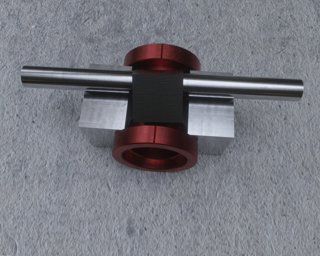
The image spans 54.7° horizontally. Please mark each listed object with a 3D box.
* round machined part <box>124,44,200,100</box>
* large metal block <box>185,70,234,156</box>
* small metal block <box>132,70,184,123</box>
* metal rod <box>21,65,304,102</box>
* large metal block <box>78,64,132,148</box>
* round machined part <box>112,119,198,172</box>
[{"bbox_3d":[0.002,-0.061,0.393,0.099,0.098,0.042,4,71,1],"label":"round machined part"},{"bbox_3d":[0.058,-0.015,0.386,0.050,0.080,0.080,4,70,1],"label":"large metal block"},{"bbox_3d":[-0.002,-0.033,0.322,0.050,0.025,0.050,1,111,2],"label":"small metal block"},{"bbox_3d":[0.002,-0.049,0.342,0.302,0.025,0.025,3,70,1],"label":"metal rod"},{"bbox_3d":[-0.061,-0.023,0.388,0.050,0.080,0.080,4,70,1],"label":"large metal block"},{"bbox_3d":[-0.005,0.017,0.364,0.099,0.098,0.042,4,65,1],"label":"round machined part"}]
